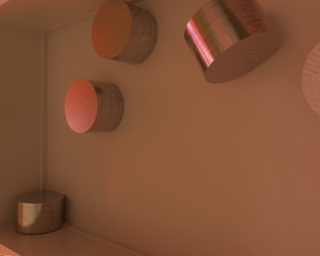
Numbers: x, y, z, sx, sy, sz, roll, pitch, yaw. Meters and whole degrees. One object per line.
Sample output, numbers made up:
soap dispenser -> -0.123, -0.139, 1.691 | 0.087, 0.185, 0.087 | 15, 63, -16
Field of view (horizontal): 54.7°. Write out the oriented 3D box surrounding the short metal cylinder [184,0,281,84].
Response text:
short metal cylinder -> 0.071, -0.088, 0.312 | 0.080, 0.081, 0.050 | -37, 68, 34

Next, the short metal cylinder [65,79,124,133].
short metal cylinder -> -0.101, -0.032, 0.474 | 0.080, 0.050, 0.080 | 0, 90, 40

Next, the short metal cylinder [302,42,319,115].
short metal cylinder -> 0.166, -0.040, 0.254 | 0.080, 0.050, 0.080 | 0, 90, 40

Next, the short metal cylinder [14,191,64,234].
short metal cylinder -> -0.212, 0.146, 0.547 | 0.080, 0.081, 0.050 | 5, 93, 40

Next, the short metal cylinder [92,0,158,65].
short metal cylinder -> -0.050, -0.132, 0.432 | 0.080, 0.050, 0.080 | 0, 90, 40
